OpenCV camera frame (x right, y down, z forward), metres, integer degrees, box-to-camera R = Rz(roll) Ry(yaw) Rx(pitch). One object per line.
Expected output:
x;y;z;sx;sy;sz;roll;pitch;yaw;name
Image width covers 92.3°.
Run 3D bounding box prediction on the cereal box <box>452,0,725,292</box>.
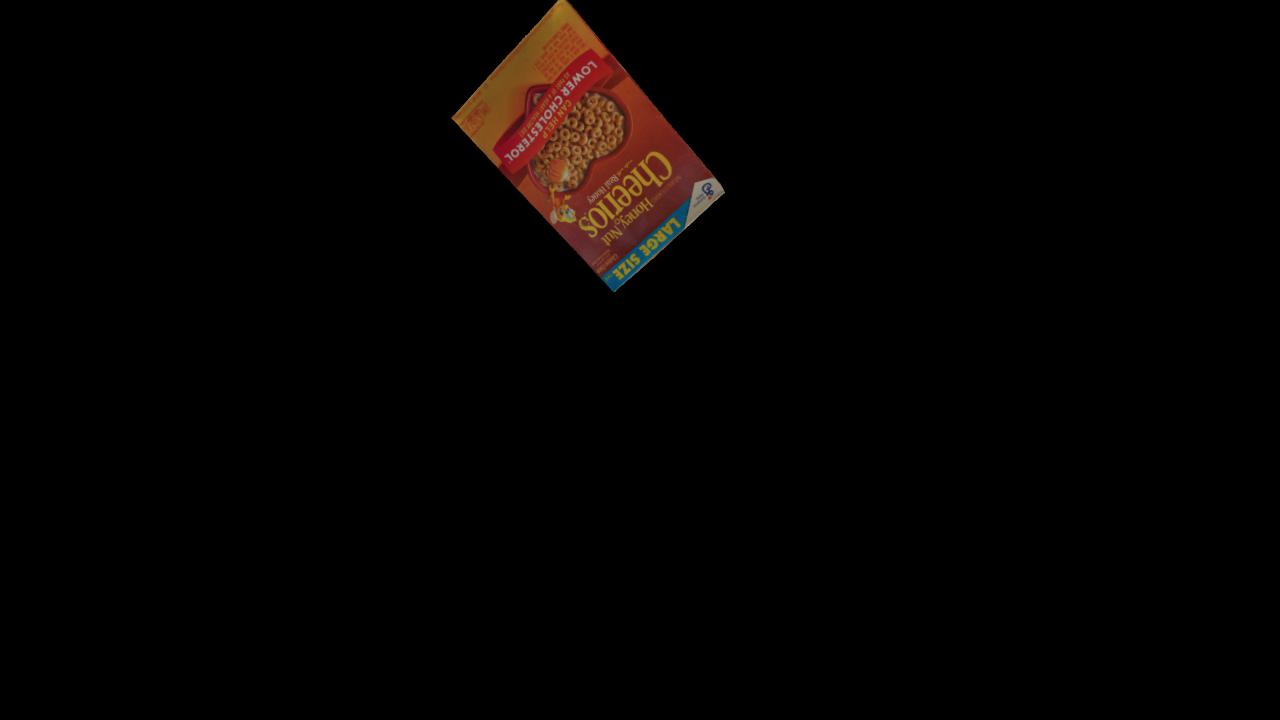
-0.061;-0.269;0.807;0.203;0.306;0.081;-39;14;16;cereal box
